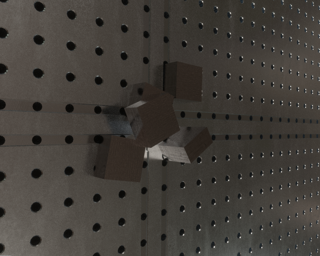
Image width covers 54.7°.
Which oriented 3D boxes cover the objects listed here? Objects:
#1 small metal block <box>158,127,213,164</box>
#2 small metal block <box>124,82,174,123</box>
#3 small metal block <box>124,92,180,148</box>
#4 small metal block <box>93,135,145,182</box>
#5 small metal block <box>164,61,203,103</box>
[{"bbox_3d":[0.035,0.022,0.425,0.050,0.050,0.025,-38,114,-34],"label":"small metal block"},{"bbox_3d":[-0.013,-0.025,0.400,0.050,0.025,0.050,22,76,-38],"label":"small metal block"},{"bbox_3d":[-0.008,-0.010,0.372,0.050,0.025,0.050,-30,109,-36],"label":"small metal block"},{"bbox_3d":[-0.047,0.037,0.371,0.050,0.025,0.050,14,81,-39],"label":"small metal block"},{"bbox_3d":[0.033,-0.064,0.439,0.050,0.025,0.050,3,88,-40],"label":"small metal block"}]
